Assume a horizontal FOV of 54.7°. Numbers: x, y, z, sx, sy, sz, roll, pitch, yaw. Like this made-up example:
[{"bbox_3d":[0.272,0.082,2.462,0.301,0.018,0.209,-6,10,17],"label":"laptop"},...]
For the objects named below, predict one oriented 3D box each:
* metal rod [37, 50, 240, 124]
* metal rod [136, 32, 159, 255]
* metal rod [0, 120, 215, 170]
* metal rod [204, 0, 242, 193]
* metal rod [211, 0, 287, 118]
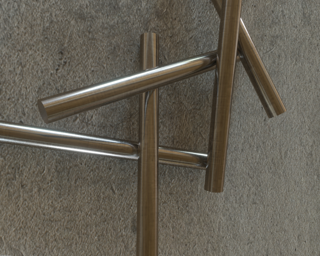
[{"bbox_3d":[0.007,-0.065,0.375,0.302,0.025,0.025,-23,98,-32],"label":"metal rod"},{"bbox_3d":[-0.014,0.028,0.376,0.025,0.025,0.299,4,78,-20],"label":"metal rod"},{"bbox_3d":[-0.068,0.023,0.383,0.302,0.025,0.025,10,87,-20],"label":"metal rod"},{"bbox_3d":[0.083,-0.066,0.399,0.025,0.025,0.298,3,95,-20],"label":"metal rod"},{"bbox_3d":[0.093,-0.153,0.418,0.025,0.025,0.299,-26,90,-18],"label":"metal rod"}]
